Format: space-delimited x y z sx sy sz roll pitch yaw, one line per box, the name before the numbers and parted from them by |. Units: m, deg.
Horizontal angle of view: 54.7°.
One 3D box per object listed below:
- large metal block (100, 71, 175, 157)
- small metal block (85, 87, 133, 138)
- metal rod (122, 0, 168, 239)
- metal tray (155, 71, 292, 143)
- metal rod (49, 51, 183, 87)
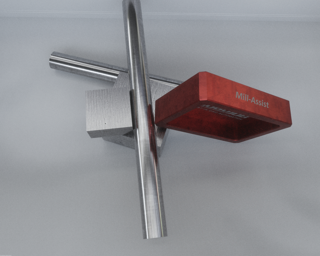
large metal block | -0.025 -0.017 0.401 0.080 0.050 0.080 17 71 6
small metal block | -0.058 -0.018 0.361 0.050 0.025 0.050 -6 70 -3
metal rod | -0.022 -0.028 0.365 0.025 0.025 0.299 -6 70 -3
metal tray | 0.071 -0.017 0.352 0.131 0.090 0.030 12 68 -29
metal rod | -0.006 -0.061 0.431 0.302 0.025 0.025 14 71 4
